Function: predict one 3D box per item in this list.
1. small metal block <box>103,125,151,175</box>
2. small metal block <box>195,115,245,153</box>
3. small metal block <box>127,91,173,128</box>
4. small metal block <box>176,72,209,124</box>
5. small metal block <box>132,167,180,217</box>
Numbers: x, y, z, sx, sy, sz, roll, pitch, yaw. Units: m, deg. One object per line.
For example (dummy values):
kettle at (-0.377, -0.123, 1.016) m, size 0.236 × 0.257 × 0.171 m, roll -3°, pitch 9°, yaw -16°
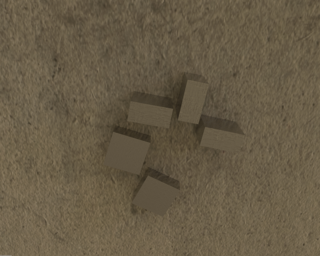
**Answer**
small metal block at (-0.044, 0.030, 0.420) m, size 0.050 × 0.025 × 0.050 m, roll 17°, pitch 109°, yaw -7°
small metal block at (0.076, 0.006, 0.400) m, size 0.050 × 0.050 × 0.025 m, roll 11°, pitch 110°, yaw -5°
small metal block at (-0.012, -0.024, 0.388) m, size 0.050 × 0.050 × 0.025 m, roll 10°, pitch 110°, yaw -4°
small metal block at (0.038, -0.038, 0.383) m, size 0.025 × 0.050 × 0.050 m, roll 11°, pitch 110°, yaw -4°
small metal block at (-0.006, 0.092, 0.444) m, size 0.050 × 0.025 × 0.050 m, roll 26°, pitch 108°, yaw -10°
